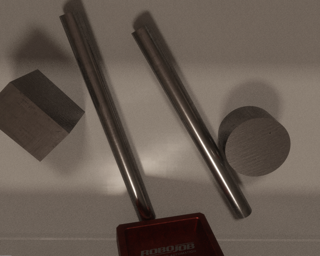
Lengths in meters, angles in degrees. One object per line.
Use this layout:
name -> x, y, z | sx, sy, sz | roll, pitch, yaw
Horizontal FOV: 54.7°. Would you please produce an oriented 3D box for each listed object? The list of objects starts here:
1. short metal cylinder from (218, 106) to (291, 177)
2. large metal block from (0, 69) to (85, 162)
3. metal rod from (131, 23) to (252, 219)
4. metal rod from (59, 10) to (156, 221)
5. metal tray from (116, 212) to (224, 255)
short metal cylinder -> 0.121, 0.016, 0.406 | 0.081, 0.050, 0.079 | 0, 110, -1
large metal block -> -0.146, -0.018, 0.373 | 0.050, 0.080, 0.080 | -42, 105, 14
metal rod -> 0.050, 0.003, 0.413 | 0.025, 0.025, 0.299 | -28, 108, 9
metal rod -> -0.062, 0.000, 0.410 | 0.025, 0.025, 0.298 | -16, 110, 5
metal tray -> 0.012, 0.166, 0.420 | 0.131, 0.090, 0.030 | -4, 122, -14
